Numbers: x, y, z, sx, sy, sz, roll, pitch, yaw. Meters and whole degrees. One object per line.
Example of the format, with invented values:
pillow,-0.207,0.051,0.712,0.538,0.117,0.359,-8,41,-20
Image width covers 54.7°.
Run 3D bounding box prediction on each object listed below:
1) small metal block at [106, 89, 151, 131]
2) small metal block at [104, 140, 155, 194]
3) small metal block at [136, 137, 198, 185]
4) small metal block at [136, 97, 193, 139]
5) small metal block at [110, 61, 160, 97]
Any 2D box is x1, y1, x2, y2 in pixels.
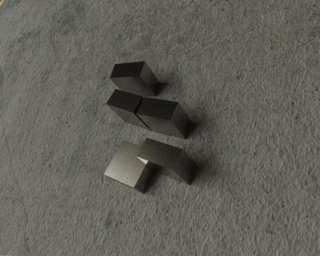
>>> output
small metal block,-0.036,-0.024,0.422,0.050,0.050,0.025,19,72,35
small metal block,-0.034,0.049,0.392,0.050,0.025,0.050,16,70,34
small metal block,0.009,0.039,0.359,0.050,0.050,0.025,16,70,34
small metal block,0.007,-0.012,0.392,0.050,0.050,0.025,12,68,33
small metal block,-0.035,-0.069,0.449,0.050,0.050,0.025,1,62,28
